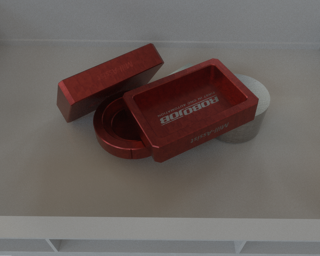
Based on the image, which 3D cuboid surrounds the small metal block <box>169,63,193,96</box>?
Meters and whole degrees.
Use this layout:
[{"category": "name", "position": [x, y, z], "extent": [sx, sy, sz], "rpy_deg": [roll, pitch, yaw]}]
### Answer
[{"category": "small metal block", "position": [0.031, -0.055, 0.433], "extent": [0.050, 0.050, 0.025], "rpy_deg": [-35, 59, -28]}]

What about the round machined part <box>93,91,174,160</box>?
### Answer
[{"category": "round machined part", "position": [-0.032, 0.000, 0.393], "extent": [0.099, 0.042, 0.098], "rpy_deg": [0, 50, 0]}]

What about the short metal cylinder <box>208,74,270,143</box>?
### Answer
[{"category": "short metal cylinder", "position": [0.098, -0.027, 0.410], "extent": [0.081, 0.050, 0.080], "rpy_deg": [0, 50, 0]}]

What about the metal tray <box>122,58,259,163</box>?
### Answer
[{"category": "metal tray", "position": [0.034, -0.025, 0.359], "extent": [0.131, 0.030, 0.090], "rpy_deg": [-24, 53, -14]}]

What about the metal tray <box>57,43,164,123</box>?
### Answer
[{"category": "metal tray", "position": [-0.067, -0.058, 0.406], "extent": [0.131, 0.090, 0.030], "rpy_deg": [-29, 88, -23]}]
